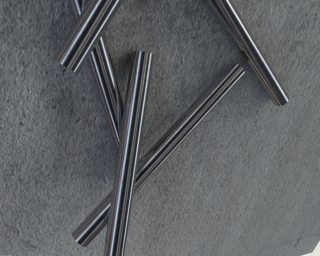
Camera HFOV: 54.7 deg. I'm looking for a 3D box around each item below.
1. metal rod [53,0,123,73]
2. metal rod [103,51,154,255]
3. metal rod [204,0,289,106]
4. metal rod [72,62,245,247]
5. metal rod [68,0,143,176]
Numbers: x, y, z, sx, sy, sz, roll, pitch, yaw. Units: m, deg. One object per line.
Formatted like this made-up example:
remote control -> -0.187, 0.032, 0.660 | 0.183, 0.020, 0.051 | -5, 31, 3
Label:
metal rod -> -0.004, -0.181, 0.271 | 0.025, 0.025, 0.299 | 30, 96, -38
metal rod -> -0.042, 0.062, 0.363 | 0.025, 0.025, 0.298 | 5, 98, -31
metal rod -> 0.098, -0.119, 0.386 | 0.025, 0.025, 0.301 | -47, 129, 4
metal rod -> 0.002, 0.030, 0.400 | 0.300, 0.025, 0.025 | -47, 130, -6
metal rod -> -0.060, -0.054, 0.340 | 0.025, 0.025, 0.298 | -23, 127, -15
